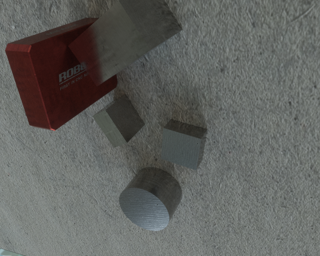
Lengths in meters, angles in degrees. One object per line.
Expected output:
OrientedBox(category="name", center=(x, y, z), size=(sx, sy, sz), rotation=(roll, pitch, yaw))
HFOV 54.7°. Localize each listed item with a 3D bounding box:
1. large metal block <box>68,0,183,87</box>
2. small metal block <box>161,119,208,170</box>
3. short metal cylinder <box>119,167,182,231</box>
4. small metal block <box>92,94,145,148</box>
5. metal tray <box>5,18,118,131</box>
OrientedBox(category="large metal block", center=(-0.035, -0.096, 0.330), size=(0.080, 0.080, 0.050), rotation=(-25, 105, 37))
OrientedBox(category="small metal block", center=(0.031, 0.021, 0.404), size=(0.050, 0.025, 0.050), rotation=(16, 125, 18))
OrientedBox(category="short metal cylinder", center=(-0.013, 0.106, 0.463), size=(0.080, 0.050, 0.079), rotation=(13, 124, 21))
OrientedBox(category="small metal block", center=(-0.053, -0.010, 0.413), size=(0.025, 0.050, 0.050), rotation=(-21, 107, 36))
OrientedBox(category="metal tray", center=(-0.100, -0.066, 0.351), size=(0.030, 0.131, 0.089), rotation=(9, 122, 23))
